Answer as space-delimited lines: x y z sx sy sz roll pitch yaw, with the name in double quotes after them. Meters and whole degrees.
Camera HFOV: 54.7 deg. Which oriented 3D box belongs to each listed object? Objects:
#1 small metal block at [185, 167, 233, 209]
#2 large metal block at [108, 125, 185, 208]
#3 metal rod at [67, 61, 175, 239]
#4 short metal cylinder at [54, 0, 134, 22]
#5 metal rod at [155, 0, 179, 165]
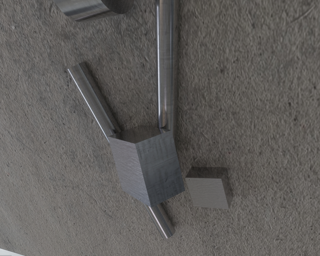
0.068 0.081 0.421 0.050 0.025 0.050 -4 117 30 "small metal block"
-0.019 0.044 0.398 0.080 0.050 0.080 9 115 58 "large metal block"
-0.050 0.044 0.459 0.025 0.025 0.299 -14 111 34 "metal rod"
-0.068 -0.152 0.313 0.050 0.080 0.080 -1 118 28 "short metal cylinder"
0.008 -0.044 0.375 0.025 0.025 0.298 13 124 21 "metal rod"
